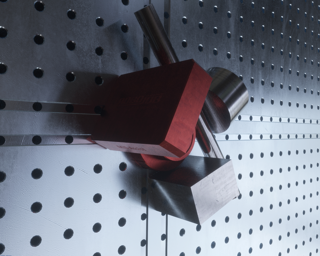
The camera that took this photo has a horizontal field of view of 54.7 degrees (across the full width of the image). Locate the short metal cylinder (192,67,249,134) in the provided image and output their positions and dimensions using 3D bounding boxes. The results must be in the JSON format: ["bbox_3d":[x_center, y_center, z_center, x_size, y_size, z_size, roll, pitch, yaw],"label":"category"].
[{"bbox_3d":[0.077,-0.039,0.439,0.050,0.080,0.080,-45,117,-31],"label":"short metal cylinder"}]

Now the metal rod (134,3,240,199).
[{"bbox_3d":[0.046,-0.020,0.422,0.025,0.025,0.299,-43,116,-32],"label":"metal rod"}]

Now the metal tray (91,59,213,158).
[{"bbox_3d":[-0.014,-0.019,0.331,0.030,0.130,0.090,34,69,-35],"label":"metal tray"}]

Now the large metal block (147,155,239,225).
[{"bbox_3d":[0.044,0.077,0.413,0.081,0.080,0.050,-25,106,-38],"label":"large metal block"}]

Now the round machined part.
[{"bbox_3d":[0.009,0.009,0.407,0.099,0.042,0.097,0,90,-40],"label":"round machined part"}]
